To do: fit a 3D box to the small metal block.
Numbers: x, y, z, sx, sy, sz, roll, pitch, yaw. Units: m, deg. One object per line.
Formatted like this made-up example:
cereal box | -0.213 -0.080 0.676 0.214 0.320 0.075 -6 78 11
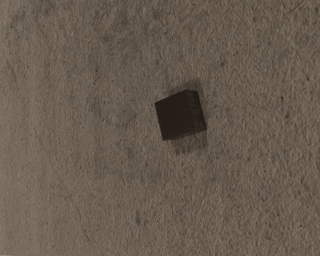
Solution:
small metal block | 0.025 -0.015 0.383 0.050 0.025 0.050 -20 78 38
